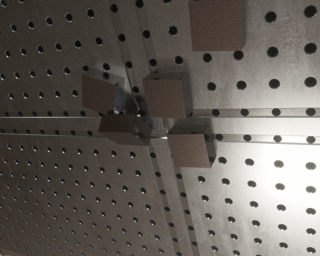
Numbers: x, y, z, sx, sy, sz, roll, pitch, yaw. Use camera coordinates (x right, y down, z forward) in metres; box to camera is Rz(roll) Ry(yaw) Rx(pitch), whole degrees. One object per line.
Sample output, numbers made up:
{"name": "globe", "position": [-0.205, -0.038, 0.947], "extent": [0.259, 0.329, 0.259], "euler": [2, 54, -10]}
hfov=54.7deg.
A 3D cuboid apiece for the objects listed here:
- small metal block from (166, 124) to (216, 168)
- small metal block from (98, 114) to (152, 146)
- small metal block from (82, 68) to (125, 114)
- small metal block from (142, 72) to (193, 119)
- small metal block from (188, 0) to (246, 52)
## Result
{"name": "small metal block", "position": [0.041, 0.024, 0.403], "extent": [0.050, 0.025, 0.050], "euler": [-1, 118, 28]}
{"name": "small metal block", "position": [-0.046, 0.003, 0.419], "extent": [0.050, 0.025, 0.050], "euler": [1, 158, 27]}
{"name": "small metal block", "position": [-0.077, -0.048, 0.420], "extent": [0.050, 0.025, 0.050], "euler": [19, 126, 16]}
{"name": "small metal block", "position": [0.010, -0.040, 0.380], "extent": [0.050, 0.025, 0.050], "euler": [4, 120, 26]}
{"name": "small metal block", "position": [0.059, -0.106, 0.314], "extent": [0.050, 0.025, 0.050], "euler": [5, 121, 25]}
